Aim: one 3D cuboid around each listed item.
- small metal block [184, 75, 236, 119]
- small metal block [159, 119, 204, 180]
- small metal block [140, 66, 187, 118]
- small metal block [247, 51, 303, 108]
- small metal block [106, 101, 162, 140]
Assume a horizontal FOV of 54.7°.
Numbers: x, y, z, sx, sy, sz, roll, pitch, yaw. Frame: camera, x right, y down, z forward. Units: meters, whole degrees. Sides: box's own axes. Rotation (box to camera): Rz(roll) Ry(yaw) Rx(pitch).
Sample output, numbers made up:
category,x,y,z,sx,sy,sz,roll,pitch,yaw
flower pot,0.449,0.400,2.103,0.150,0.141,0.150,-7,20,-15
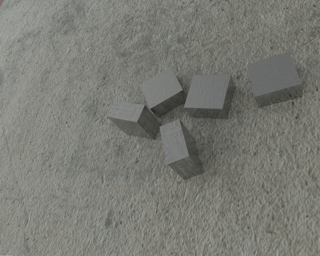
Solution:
category,x,y,z,sx,sy,sz,roll,pitch,yaw
small metal block,0.064,-0.040,0.395,0.050,0.025,0.050,4,64,30
small metal block,0.025,0.026,0.359,0.025,0.050,0.050,-23,53,15
small metal block,0.006,-0.050,0.431,0.050,0.025,0.050,-29,52,9
small metal block,0.135,-0.057,0.368,0.050,0.025,0.050,-15,56,19
small metal block,-0.034,-0.010,0.412,0.050,0.050,0.025,11,67,32
